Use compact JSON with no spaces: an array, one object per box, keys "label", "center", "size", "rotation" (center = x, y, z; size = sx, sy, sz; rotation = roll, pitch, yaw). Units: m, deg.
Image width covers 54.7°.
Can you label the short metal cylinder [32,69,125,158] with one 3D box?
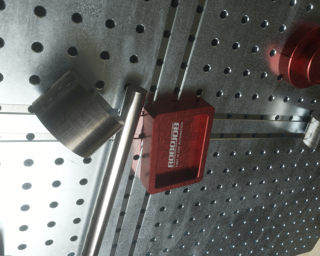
[{"label":"short metal cylinder","center":[-0.082,-0.015,0.321],"size":[0.050,0.080,0.080],"rotation":[-43,129,1]}]

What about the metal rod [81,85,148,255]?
[{"label":"metal rod","center":[-0.071,0.084,0.424],"size":[0.025,0.025,0.298],"rotation":[4,116,-31]}]

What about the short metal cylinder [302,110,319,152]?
[{"label":"short metal cylinder","center":[0.300,0.008,0.544],"size":[0.081,0.080,0.050],"rotation":[-7,122,-25]}]

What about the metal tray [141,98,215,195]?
[{"label":"metal tray","center":[0.023,0.026,0.436],"size":[0.091,0.030,0.129],"rotation":[-10,123,-23]}]

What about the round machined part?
[{"label":"round machined part","center":[0.231,-0.103,0.462],"size":[0.099,0.042,0.097],"rotation":[-14,124,-21]}]
